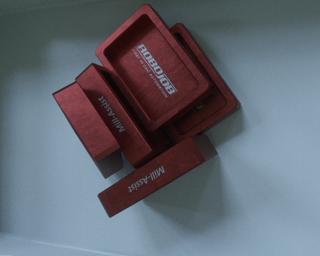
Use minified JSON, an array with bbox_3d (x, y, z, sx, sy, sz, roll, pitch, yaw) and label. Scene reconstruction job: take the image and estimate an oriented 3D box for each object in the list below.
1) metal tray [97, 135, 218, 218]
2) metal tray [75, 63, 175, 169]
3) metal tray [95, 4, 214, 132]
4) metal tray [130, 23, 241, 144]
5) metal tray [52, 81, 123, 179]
[{"bbox_3d":[0.001,0.055,0.373,0.130,0.090,0.030,-34,79,16],"label":"metal tray"},{"bbox_3d":[-0.039,-0.015,0.386,0.030,0.090,0.130,-39,78,16],"label":"metal tray"},{"bbox_3d":[-0.008,-0.071,0.376,0.090,0.030,0.130,-38,78,16],"label":"metal tray"},{"bbox_3d":[0.029,-0.055,0.397,0.090,0.030,0.130,-36,78,17],"label":"metal tray"},{"bbox_3d":[-0.083,0.010,0.383,0.030,0.130,0.090,-33,78,-14],"label":"metal tray"}]
